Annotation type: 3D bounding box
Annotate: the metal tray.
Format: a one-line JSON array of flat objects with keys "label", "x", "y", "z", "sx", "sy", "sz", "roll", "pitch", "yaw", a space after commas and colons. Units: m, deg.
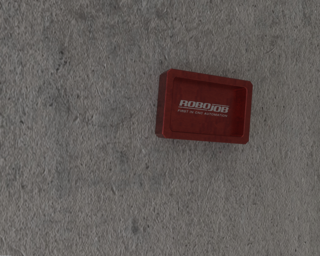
[{"label": "metal tray", "x": 0.062, "y": -0.027, "z": 0.428, "sx": 0.131, "sy": 0.030, "sz": 0.090, "roll": 5, "pitch": 88, "yaw": -20}]
